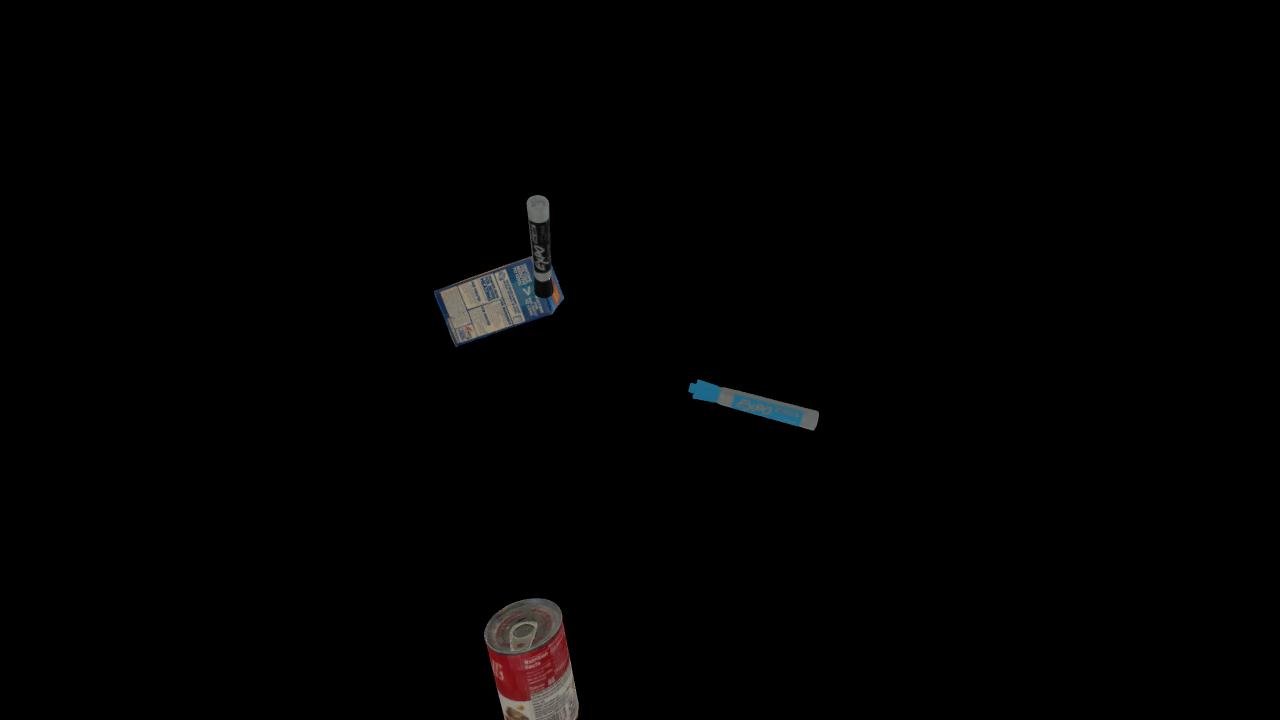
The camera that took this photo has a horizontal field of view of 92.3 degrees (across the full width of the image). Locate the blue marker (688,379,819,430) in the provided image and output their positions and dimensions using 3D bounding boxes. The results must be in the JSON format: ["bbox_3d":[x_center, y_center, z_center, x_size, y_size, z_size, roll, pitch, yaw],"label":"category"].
[{"bbox_3d":[0.104,0.041,0.572,0.121,0.020,0.020,15,1,4],"label":"blue marker"}]

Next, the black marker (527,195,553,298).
[{"bbox_3d":[-0.090,-0.098,0.561,0.020,0.020,0.121,0,-33,-6],"label":"black marker"}]

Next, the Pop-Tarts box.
[{"bbox_3d":[-0.194,-0.092,0.886,0.141,0.083,0.167,-19,13,2],"label":"Pop-Tarts box"}]

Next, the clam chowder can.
[{"bbox_3d":[-0.093,0.274,0.541,0.068,0.102,0.068,-8,16,2],"label":"clam chowder can"}]
